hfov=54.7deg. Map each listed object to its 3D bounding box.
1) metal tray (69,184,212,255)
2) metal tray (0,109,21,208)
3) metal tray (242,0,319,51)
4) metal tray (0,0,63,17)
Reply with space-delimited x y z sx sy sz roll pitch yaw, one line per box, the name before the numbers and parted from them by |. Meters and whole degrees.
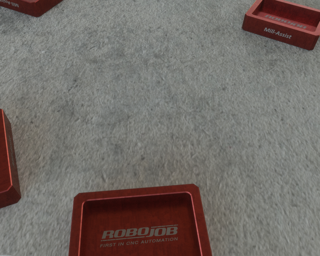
metal tray | -0.020 0.107 0.309 0.131 0.030 0.090 -4 50 -4
metal tray | -0.222 0.040 0.363 0.091 0.030 0.130 -17 52 -15
metal tray | 0.229 -0.196 0.567 0.130 0.030 0.090 25 54 19
metal tray | -0.271 -0.273 0.625 0.130 0.030 0.090 21 53 16
